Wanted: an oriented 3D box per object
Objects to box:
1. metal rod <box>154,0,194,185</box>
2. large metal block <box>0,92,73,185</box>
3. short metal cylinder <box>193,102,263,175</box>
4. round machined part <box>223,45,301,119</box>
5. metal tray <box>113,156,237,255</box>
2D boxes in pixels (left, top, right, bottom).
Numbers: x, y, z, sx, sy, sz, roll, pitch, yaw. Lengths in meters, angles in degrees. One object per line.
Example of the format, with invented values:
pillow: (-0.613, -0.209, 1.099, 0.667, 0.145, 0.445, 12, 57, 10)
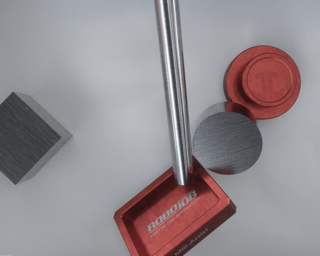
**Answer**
metal rod: (0.013, -0.073, 0.334, 0.025, 0.025, 0.298, -7, 111, 0)
large metal block: (-0.175, 0.012, 0.397, 0.080, 0.050, 0.080, 44, 90, -1)
short metal cylinder: (0.084, 0.011, 0.387, 0.080, 0.050, 0.079, 3, 109, 11)
round machined part: (0.136, -0.060, 0.405, 0.099, 0.042, 0.097, 0, 90, -1)
metal tray: (0.015, 0.104, 0.382, 0.130, 0.030, 0.090, -39, 46, -1)
